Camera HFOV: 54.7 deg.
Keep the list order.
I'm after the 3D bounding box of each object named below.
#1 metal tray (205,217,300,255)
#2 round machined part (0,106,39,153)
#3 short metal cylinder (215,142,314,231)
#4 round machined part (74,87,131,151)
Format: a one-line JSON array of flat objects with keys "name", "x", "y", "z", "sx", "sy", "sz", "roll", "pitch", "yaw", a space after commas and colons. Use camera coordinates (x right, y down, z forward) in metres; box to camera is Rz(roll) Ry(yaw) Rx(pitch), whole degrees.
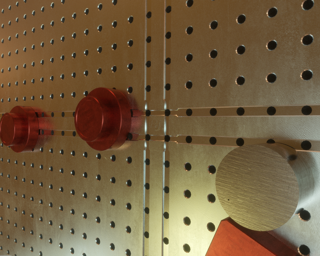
[{"name": "metal tray", "x": 0.087, "y": 0.172, "z": 0.333, "sx": 0.090, "sy": 0.030, "sz": 0.129, "roll": 31, "pitch": 109, "yaw": 35}, {"name": "round machined part", "x": -0.295, "y": 0.003, "z": 0.637, "sx": 0.098, "sy": 0.042, "sz": 0.097, "roll": 0, "pitch": 90, "yaw": 39}, {"name": "short metal cylinder", "x": 0.103, "y": 0.055, "z": 0.307, "sx": 0.080, "sy": 0.050, "sz": 0.079, "roll": 0, "pitch": 90, "yaw": 39}, {"name": "round machined part", "x": -0.093, "y": -0.014, "z": 0.473, "sx": 0.098, "sy": 0.042, "sz": 0.097, "roll": 0, "pitch": 90, "yaw": 39}]
